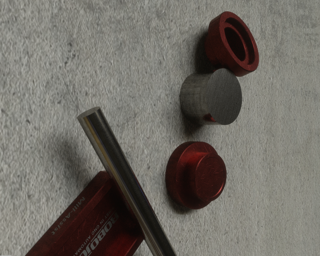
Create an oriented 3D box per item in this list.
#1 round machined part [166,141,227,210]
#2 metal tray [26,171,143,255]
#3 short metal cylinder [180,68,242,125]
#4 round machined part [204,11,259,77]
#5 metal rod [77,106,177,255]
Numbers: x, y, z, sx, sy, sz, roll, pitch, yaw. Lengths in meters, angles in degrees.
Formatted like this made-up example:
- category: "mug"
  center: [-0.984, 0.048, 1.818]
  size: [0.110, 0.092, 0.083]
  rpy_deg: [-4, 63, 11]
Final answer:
- category: "round machined part"
  center: [0.059, 0.068, 0.445]
  size: [0.099, 0.042, 0.097]
  rpy_deg: [0, 90, -40]
- category: "metal tray"
  center: [-0.071, 0.124, 0.343]
  size: [0.130, 0.030, 0.090]
  rpy_deg: [-50, 120, -28]
- category: "short metal cylinder"
  center: [0.075, -0.044, 0.454]
  size: [0.081, 0.050, 0.079]
  rpy_deg: [0, 91, -40]
- category: "round machined part"
  center: [0.105, -0.123, 0.473]
  size: [0.099, 0.042, 0.098]
  rpy_deg: [19, 61, -38]
- category: "metal rod"
  center: [-0.012, 0.113, 0.356]
  size: [0.025, 0.025, 0.299]
  rpy_deg: [-38, 114, -34]
